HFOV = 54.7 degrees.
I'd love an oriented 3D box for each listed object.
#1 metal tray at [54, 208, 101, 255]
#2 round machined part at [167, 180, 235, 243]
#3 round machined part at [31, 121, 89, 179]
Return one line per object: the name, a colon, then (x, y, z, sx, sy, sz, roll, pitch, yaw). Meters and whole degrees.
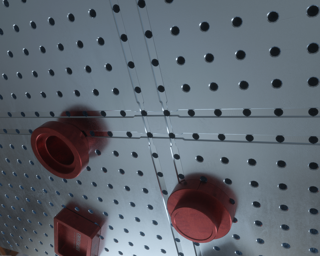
metal tray: (-0.174, 0.234, 0.644, 0.090, 0.030, 0.129, 23, 127, 14)
round machined part: (0.055, 0.127, 0.450, 0.098, 0.042, 0.097, 13, 124, 21)
round machined part: (-0.155, 0.031, 0.502, 0.098, 0.042, 0.097, 13, 124, 21)
